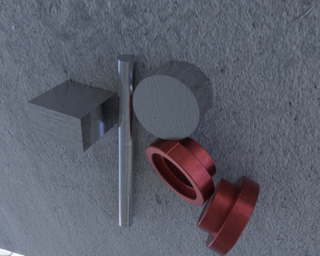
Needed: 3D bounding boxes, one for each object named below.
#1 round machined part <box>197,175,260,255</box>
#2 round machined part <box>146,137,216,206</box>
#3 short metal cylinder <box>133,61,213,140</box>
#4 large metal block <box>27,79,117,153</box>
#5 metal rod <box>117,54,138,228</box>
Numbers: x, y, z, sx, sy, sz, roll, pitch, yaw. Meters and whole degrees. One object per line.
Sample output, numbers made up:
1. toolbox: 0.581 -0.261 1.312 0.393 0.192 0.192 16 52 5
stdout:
1. round machined part: 0.079 0.101 0.380 0.042 0.098 0.097 28 128 10
2. round machined part: 0.031 0.048 0.391 0.098 0.042 0.098 40 157 21
3. short metal cylinder: 0.016 -0.032 0.362 0.080 0.050 0.079 13 123 21
4. large metal block: -0.114 -0.020 0.419 0.080 0.080 0.050 17 125 18
5. metal rod: -0.049 0.039 0.456 0.025 0.025 0.298 17 125 18
